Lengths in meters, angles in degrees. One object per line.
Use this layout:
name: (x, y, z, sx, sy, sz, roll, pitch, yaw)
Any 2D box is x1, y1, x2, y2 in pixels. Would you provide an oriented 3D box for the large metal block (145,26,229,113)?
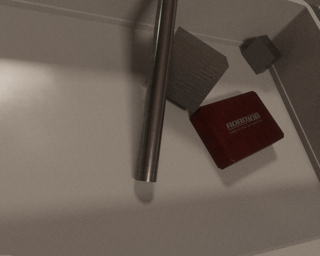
large metal block: (0.037, -0.082, 0.433, 0.080, 0.080, 0.050, 31, 27, -9)

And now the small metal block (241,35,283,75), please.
small metal block: (0.189, -0.136, 0.578, 0.025, 0.050, 0.050, -21, 73, -36)

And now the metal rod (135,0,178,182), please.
metal rod: (0.001, -0.085, 0.382, 0.025, 0.025, 0.298, 10, 82, -24)

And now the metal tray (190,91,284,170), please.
metal tray: (0.119, -0.001, 0.470, 0.131, 0.030, 0.090, -18, 72, -35)
